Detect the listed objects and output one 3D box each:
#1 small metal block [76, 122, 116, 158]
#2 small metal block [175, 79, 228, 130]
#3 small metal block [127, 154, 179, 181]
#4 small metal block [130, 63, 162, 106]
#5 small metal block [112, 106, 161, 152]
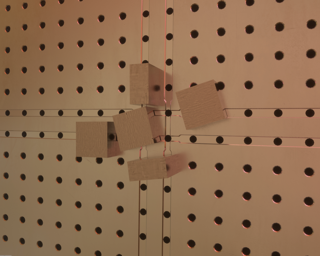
[{"bbox_3d":[-0.092,0.016,0.444,0.050,0.025,0.050,0,90,19],"label":"small metal block"},{"bbox_3d":[0.053,-0.028,0.393,0.050,0.025,0.050,-17,84,18],"label":"small metal block"},{"bbox_3d":[-0.007,0.051,0.401,0.050,0.050,0.025,-8,88,19],"label":"small metal block"},{"bbox_3d":[-0.017,-0.054,0.405,0.025,0.050,0.050,0,90,20],"label":"small metal block"},{"bbox_3d":[-0.032,0.002,0.423,0.050,0.025,0.050,-15,85,19],"label":"small metal block"}]
